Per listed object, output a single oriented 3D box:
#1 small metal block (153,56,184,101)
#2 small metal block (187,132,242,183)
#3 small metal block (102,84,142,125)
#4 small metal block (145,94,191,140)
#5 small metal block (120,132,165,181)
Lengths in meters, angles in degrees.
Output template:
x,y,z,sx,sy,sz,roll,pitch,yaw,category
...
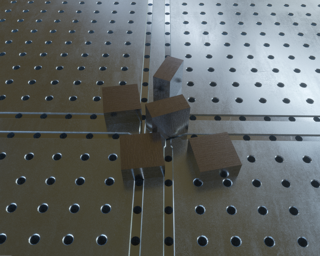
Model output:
x,y,z,sx,sy,sz,roll,pitch,yaw,category
0.012,-0.067,0.448,0.025,0.050,0.050,19,53,15,small metal block
0.065,0.035,0.379,0.050,0.025,0.050,-9,51,-8,small metal block
-0.053,-0.034,0.435,0.050,0.025,0.050,-7,50,-6,small metal block
0.010,-0.012,0.402,0.050,0.050,0.025,-16,52,-13,small metal block
-0.022,0.034,0.379,0.050,0.025,0.050,-5,50,-5,small metal block
